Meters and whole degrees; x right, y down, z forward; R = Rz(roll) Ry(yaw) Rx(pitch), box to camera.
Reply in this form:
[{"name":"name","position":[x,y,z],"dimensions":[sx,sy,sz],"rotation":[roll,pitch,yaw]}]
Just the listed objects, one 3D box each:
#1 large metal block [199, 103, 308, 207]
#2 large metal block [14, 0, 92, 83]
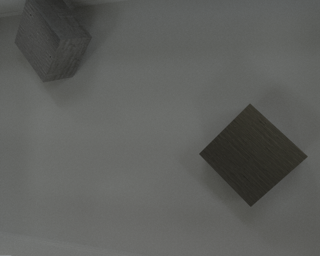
[{"name":"large metal block","position":[0.107,0.029,0.359],"dimensions":[0.080,0.050,0.080],"rotation":[46,104,14]},{"name":"large metal block","position":[-0.152,-0.124,0.435],"dimensions":[0.080,0.050,0.080],"rotation":[52,131,12]}]
